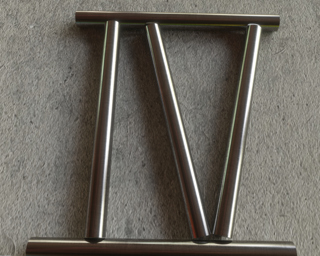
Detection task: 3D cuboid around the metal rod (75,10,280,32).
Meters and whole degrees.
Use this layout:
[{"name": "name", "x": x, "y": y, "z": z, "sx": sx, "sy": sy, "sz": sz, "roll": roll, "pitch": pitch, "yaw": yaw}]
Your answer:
[{"name": "metal rod", "x": 0.026, "y": -0.162, "z": 0.469, "sx": 0.302, "sy": 0.025, "sz": 0.025, "roll": 1, "pitch": 70, "yaw": 0}]

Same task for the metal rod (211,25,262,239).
[{"name": "metal rod", "x": 0.106, "y": -0.010, "z": 0.413, "sx": 0.025, "sy": 0.025, "sz": 0.299, "roll": 13, "pitch": 70, "yaw": 4}]

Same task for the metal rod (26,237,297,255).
[{"name": "metal rod", "x": 0.002, "y": 0.141, "z": 0.357, "sx": 0.302, "sy": 0.025, "sz": 0.025, "roll": 1, "pitch": 70, "yaw": 0}]

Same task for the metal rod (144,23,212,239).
[{"name": "metal rod", "x": 0.018, "y": -0.010, "z": 0.412, "sx": 0.025, "sy": 0.025, "sz": 0.299, "roll": -11, "pitch": 70, "yaw": -4}]

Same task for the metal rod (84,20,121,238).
[{"name": "metal rod", "x": -0.073, "y": -0.013, "z": 0.412, "sx": 0.025, "sy": 0.025, "sz": 0.299, "roll": 1, "pitch": 70, "yaw": 0}]
